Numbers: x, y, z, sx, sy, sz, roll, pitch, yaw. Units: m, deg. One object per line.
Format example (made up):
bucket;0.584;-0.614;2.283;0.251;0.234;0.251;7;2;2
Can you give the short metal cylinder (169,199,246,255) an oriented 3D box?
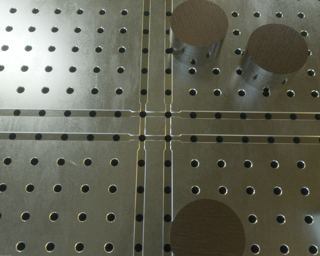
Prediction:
short metal cylinder;0.051;0.124;0.354;0.081;0.050;0.080;0;70;0

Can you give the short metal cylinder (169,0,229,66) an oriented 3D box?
short metal cylinder;0.054;-0.137;0.449;0.081;0.050;0.080;0;70;0

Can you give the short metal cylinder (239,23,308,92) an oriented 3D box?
short metal cylinder;0.157;-0.098;0.436;0.081;0.050;0.080;0;70;0
